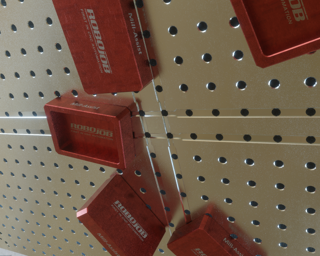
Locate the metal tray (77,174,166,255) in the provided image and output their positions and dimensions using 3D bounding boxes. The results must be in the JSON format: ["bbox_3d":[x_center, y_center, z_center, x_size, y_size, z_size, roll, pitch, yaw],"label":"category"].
[{"bbox_3d":[-0.057,0.150,0.489,0.030,0.090,0.130,-32,101,38],"label":"metal tray"}]

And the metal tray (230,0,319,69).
[{"bbox_3d":[0.109,-0.128,0.270,0.090,0.030,0.130,-16,110,34],"label":"metal tray"}]

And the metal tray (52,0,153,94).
[{"bbox_3d":[-0.068,-0.108,0.376,0.090,0.030,0.129,0,119,28],"label":"metal tray"}]

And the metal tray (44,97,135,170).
[{"bbox_3d":[-0.105,0.007,0.465,0.130,0.030,0.089,10,123,22],"label":"metal tray"}]

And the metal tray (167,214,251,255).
[{"bbox_3d":[0.087,0.204,0.488,0.130,0.030,0.090,44,129,-3],"label":"metal tray"}]
